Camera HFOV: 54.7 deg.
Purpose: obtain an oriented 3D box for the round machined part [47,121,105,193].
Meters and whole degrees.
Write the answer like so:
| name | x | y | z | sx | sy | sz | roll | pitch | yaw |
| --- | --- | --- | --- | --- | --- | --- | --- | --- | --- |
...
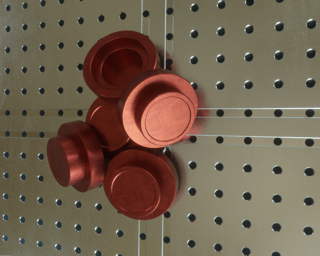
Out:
| name | x | y | z | sx | sy | sz | roll | pitch | yaw |
| --- | --- | --- | --- | --- | --- | --- | --- | --- | --- |
| round machined part | -0.119 | 0.041 | 0.419 | 0.098 | 0.042 | 0.097 | 20 | 117 | 45 |

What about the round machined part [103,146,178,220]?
| name | x | y | z | sx | sy | sz | roll | pitch | yaw |
| --- | --- | --- | --- | --- | --- | --- | --- | --- | --- |
| round machined part | -0.028 | 0.075 | 0.399 | 0.098 | 0.042 | 0.097 | 3 | 102 | 13 |

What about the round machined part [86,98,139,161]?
| name | x | y | z | sx | sy | sz | roll | pitch | yaw |
| --- | --- | --- | --- | --- | --- | --- | --- | --- | --- |
| round machined part | -0.061 | -0.003 | 0.423 | 0.098 | 0.042 | 0.097 | 0 | 90 | 19 |

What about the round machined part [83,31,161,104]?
| name | x | y | z | sx | sy | sz | roll | pitch | yaw |
| --- | --- | --- | --- | --- | --- | --- | --- | --- | --- |
| round machined part | -0.047 | -0.075 | 0.407 | 0.098 | 0.042 | 0.098 | -5 | 68 | 12 |

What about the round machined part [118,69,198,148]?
| name | x | y | z | sx | sy | sz | roll | pitch | yaw |
| --- | --- | --- | --- | --- | --- | --- | --- | --- | --- |
| round machined part | 0.002 | -0.018 | 0.371 | 0.098 | 0.099 | 0.042 | -58 | 33 | 11 |
